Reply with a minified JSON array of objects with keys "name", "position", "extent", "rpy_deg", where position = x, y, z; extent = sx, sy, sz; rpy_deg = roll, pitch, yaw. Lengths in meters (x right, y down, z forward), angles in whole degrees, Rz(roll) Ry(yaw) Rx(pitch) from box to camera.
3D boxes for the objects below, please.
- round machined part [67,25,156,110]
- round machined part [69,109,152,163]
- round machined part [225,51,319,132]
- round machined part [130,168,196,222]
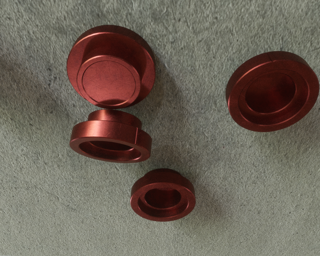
[{"name":"round machined part","position":[-0.054,-0.059,0.345],"extent":[0.099,0.042,0.097],"rpy_deg":[0,130,0]},{"name":"round machined part","position":[-0.059,0.010,0.387],"extent":[0.099,0.042,0.098],"rpy_deg":[5,158,2]},{"name":"round machined part","position":[0.125,-0.045,0.359],"extent":[0.099,0.042,0.097],"rpy_deg":[0,130,0]},{"name":"round machined part","position":[0.005,0.100,0.481],"extent":[0.099,0.042,0.097],"rpy_deg":[0,130,0]}]
